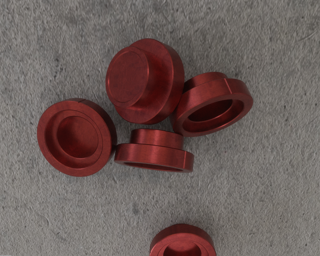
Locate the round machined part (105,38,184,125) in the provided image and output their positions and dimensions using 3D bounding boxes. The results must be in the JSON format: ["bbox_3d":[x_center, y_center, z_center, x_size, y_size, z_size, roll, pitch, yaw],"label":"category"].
[{"bbox_3d":[-0.024,-0.053,0.350,0.042,0.098,0.097,7,118,-49],"label":"round machined part"}]

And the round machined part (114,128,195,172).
[{"bbox_3d":[-0.005,0.028,0.390,0.099,0.098,0.042,8,78,-3],"label":"round machined part"}]

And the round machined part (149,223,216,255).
[{"bbox_3d":[0.033,0.185,0.469,0.099,0.042,0.097,0,110,0],"label":"round machined part"}]

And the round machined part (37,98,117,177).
[{"bbox_3d":[-0.101,0.009,0.396,0.098,0.042,0.097,3,106,12],"label":"round machined part"}]

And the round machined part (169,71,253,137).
[{"bbox_3d":[0.057,-0.030,0.371,0.098,0.098,0.042,-21,65,7],"label":"round machined part"}]
